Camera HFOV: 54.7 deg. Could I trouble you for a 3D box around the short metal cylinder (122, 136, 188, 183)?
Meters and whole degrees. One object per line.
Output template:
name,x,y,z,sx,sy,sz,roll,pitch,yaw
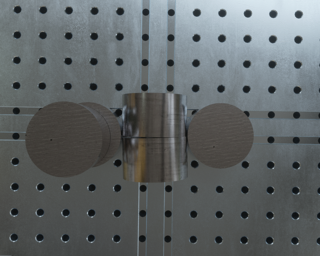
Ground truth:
short metal cylinder,-0.006,0.036,0.385,0.081,0.080,0.050,-1,90,0

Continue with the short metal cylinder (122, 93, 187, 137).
short metal cylinder,-0.007,-0.015,0.386,0.081,0.080,0.050,1,91,0

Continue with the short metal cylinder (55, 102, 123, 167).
short metal cylinder,-0.088,0.008,0.400,0.081,0.050,0.079,0,90,-1

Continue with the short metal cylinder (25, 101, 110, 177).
short metal cylinder,-0.100,0.012,0.348,0.081,0.050,0.079,0,90,0

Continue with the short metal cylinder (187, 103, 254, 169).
short metal cylinder,0.074,0.009,0.401,0.081,0.050,0.079,0,90,-1
